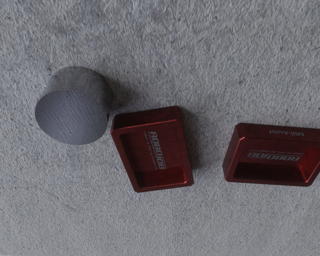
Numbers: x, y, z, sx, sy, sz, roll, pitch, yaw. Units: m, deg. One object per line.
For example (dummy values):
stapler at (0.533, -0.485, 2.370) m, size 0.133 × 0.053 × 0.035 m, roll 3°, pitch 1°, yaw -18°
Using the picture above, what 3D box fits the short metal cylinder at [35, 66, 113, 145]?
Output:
short metal cylinder at (-0.099, -0.026, 0.368) m, size 0.081 × 0.050 × 0.079 m, roll 0°, pitch 130°, yaw 0°

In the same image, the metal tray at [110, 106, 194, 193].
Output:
metal tray at (-0.006, 0.035, 0.432) m, size 0.090 × 0.030 × 0.129 m, roll -9°, pitch 130°, yaw 7°

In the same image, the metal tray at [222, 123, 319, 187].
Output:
metal tray at (0.163, 0.040, 0.439) m, size 0.131 × 0.030 × 0.089 m, roll 4°, pitch 130°, yaw -4°
